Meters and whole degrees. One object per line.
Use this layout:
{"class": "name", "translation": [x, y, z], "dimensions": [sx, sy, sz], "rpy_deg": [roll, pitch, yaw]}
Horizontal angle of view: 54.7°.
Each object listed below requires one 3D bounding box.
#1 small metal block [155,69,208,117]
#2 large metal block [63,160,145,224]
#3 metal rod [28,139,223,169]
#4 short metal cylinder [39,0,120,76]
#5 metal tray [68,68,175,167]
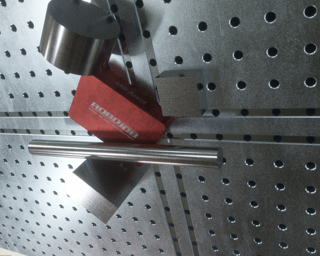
{"class": "small metal block", "translation": [0.026, -0.042, 0.370], "dimensions": [0.050, 0.025, 0.050], "rpy_deg": [2, 119, 27]}
{"class": "large metal block", "translation": [-0.083, 0.081, 0.468], "dimensions": [0.080, 0.080, 0.050], "rpy_deg": [38, 129, 2]}
{"class": "metal rod", "translation": [-0.065, 0.032, 0.424], "dimensions": [0.301, 0.025, 0.025], "rpy_deg": [1, 119, 27]}
{"class": "short metal cylinder", "translation": [-0.092, -0.106, 0.357], "dimensions": [0.080, 0.080, 0.050], "rpy_deg": [35, 129, 4]}
{"class": "metal tray", "translation": [-0.056, -0.016, 0.426], "dimensions": [0.130, 0.030, 0.089], "rpy_deg": [35, 129, 4]}
